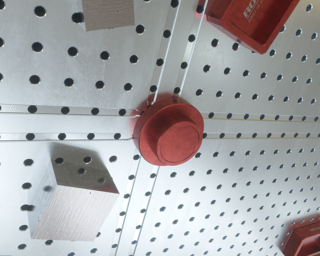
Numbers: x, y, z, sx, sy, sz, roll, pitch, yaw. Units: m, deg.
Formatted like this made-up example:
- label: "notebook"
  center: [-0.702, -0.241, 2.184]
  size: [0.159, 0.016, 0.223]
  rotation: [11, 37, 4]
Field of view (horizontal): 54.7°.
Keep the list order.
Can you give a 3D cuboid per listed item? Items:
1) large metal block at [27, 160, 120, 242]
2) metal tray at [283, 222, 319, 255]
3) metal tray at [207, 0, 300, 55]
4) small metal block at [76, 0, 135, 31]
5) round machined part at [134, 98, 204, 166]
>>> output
- label: "large metal block"
  center: [-0.111, 0.094, 0.393]
  size: [0.081, 0.050, 0.080]
  rotation: [18, 109, -35]
- label: "metal tray"
  center: [0.387, 0.292, 0.799]
  size: [0.131, 0.030, 0.089]
  rotation: [-4, 120, -27]
- label: "metal tray"
  center: [0.127, -0.166, 0.373]
  size: [0.091, 0.030, 0.129]
  rotation: [20, 108, -36]
- label: "small metal block"
  center: [-0.054, -0.126, 0.304]
  size: [0.050, 0.025, 0.050]
  rotation: [-15, 125, -20]
- label: "round machined part"
  center: [0.018, 0.012, 0.417]
  size: [0.099, 0.042, 0.097]
  rotation: [-14, 124, -21]
